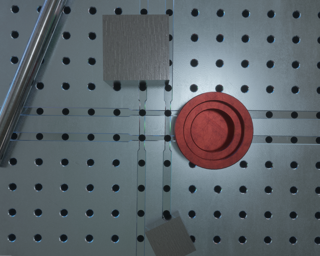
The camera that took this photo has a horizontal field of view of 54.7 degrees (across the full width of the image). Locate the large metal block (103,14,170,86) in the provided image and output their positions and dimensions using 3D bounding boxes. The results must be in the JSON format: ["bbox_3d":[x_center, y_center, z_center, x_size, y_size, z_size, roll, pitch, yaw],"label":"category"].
[{"bbox_3d":[-0.029,-0.098,0.400,0.081,0.050,0.079,-1,90,-1],"label":"large metal block"}]

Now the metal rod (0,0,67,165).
[{"bbox_3d":[-0.172,-0.087,0.411,0.025,0.025,0.299,22,90,-1],"label":"metal rod"}]

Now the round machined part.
[{"bbox_3d":[0.067,0.003,0.406,0.099,0.042,0.097,0,90,-1],"label":"round machined part"}]

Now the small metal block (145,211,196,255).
[{"bbox_3d":[0.014,0.147,0.414,0.050,0.025,0.050,-26,90,-1],"label":"small metal block"}]
